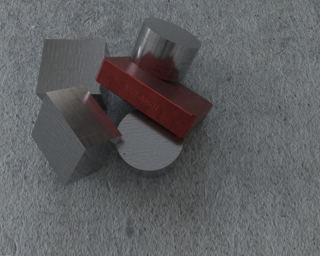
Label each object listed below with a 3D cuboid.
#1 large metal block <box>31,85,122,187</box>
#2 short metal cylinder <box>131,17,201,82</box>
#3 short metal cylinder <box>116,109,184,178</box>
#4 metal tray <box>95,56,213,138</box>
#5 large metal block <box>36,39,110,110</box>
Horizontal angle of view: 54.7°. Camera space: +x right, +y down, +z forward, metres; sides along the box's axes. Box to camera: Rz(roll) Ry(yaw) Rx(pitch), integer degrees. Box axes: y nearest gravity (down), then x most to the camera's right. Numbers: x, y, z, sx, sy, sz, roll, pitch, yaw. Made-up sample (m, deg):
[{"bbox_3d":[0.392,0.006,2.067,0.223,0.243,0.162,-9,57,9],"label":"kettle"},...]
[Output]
[{"bbox_3d":[-0.102,0.009,0.369,0.050,0.080,0.080,-22,68,-46],"label":"large metal block"},{"bbox_3d":[0.007,-0.105,0.414,0.080,0.050,0.080,19,33,-12],"label":"short metal cylinder"},{"bbox_3d":[-0.012,0.019,0.390,0.081,0.050,0.080,0,70,0],"label":"short metal cylinder"},{"bbox_3d":[-0.004,-0.045,0.393,0.130,0.090,0.030,34,113,11],"label":"metal tray"},{"bbox_3d":[-0.113,-0.071,0.419,0.080,0.050,0.080,1,70,0],"label":"large metal block"}]
